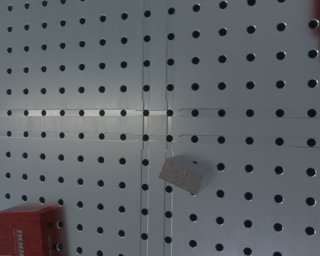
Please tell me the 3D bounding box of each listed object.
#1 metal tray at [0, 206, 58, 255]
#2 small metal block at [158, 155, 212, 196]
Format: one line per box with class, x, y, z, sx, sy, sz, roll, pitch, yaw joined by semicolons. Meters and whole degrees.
metal tray;-0.208;0.192;0.483;0.090;0.030;0.129;-7;88;19
small metal block;0.033;0.057;0.388;0.050;0.050;0.025;23;98;18
